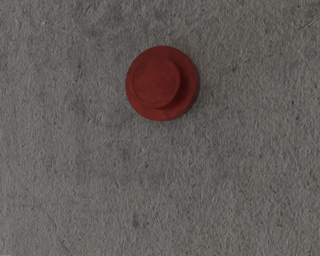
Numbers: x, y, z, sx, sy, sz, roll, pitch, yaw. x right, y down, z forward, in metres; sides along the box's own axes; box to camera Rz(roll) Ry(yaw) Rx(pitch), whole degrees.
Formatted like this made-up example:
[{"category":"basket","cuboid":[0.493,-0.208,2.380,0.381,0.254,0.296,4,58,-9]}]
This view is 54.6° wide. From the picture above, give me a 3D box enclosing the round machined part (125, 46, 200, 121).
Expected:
[{"category":"round machined part","cuboid":[-0.001,-0.058,0.401,0.098,0.042,0.097,0,90,20]}]
